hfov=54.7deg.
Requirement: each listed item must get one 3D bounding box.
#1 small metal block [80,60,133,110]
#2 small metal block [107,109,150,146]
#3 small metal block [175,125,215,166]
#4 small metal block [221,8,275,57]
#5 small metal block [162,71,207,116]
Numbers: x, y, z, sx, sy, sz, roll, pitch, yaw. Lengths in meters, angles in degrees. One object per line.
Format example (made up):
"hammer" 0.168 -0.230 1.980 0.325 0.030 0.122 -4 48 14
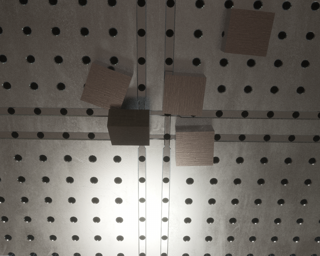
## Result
"small metal block" -0.067 -0.053 0.393 0.050 0.025 0.050 20 109 -8
"small metal block" -0.039 0.000 0.399 0.050 0.025 0.050 1 149 -1
"small metal block" 0.046 0.024 0.423 0.050 0.025 0.050 -1 110 0
"small metal block" 0.104 -0.115 0.373 0.050 0.025 0.050 5 110 -3
"small metal block" 0.030 -0.044 0.398 0.050 0.025 0.050 4 110 -2
